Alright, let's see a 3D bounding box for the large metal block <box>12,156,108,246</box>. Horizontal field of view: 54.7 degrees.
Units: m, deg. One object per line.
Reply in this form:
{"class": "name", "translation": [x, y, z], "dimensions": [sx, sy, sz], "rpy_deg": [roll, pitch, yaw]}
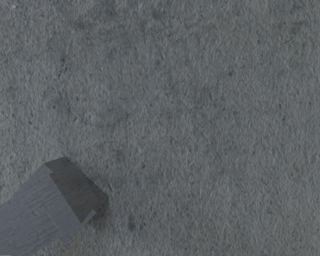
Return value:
{"class": "large metal block", "translation": [-0.117, 0.084, 0.381], "dimensions": [0.080, 0.080, 0.050], "rpy_deg": [43, 90, -1]}

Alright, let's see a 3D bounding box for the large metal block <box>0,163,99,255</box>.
{"class": "large metal block", "translation": [-0.114, 0.081, 0.301], "dimensions": [0.080, 0.080, 0.050], "rpy_deg": [-33, 91, 0]}
